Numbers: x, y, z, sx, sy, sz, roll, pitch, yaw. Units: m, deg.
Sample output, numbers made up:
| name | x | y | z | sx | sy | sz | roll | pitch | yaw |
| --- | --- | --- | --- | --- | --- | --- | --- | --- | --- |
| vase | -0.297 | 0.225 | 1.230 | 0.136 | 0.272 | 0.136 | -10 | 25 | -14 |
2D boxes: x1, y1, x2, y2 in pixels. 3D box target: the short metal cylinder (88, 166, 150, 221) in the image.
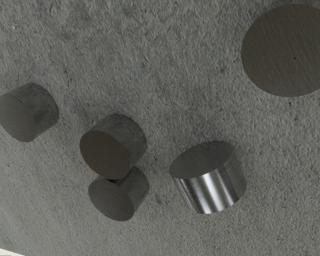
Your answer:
| name | x | y | z | sx | sy | sz | roll | pitch | yaw |
| --- | --- | --- | --- | --- | --- | --- | --- | --- | --- |
| short metal cylinder | -0.064 | 0.098 | 0.485 | 0.080 | 0.050 | 0.079 | 13 | 124 | 21 |

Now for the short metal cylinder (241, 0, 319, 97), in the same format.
| name | x | y | z | sx | sy | sz | roll | pitch | yaw |
| --- | --- | --- | --- | --- | --- | --- | --- | --- | --- |
| short metal cylinder | 0.120 | -0.075 | 0.281 | 0.080 | 0.050 | 0.079 | 13 | 124 | 21 |

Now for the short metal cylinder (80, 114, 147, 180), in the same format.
| name | x | y | z | sx | sy | sz | roll | pitch | yaw |
| --- | --- | --- | --- | --- | --- | --- | --- | --- | --- |
| short metal cylinder | -0.066 | 0.026 | 0.442 | 0.080 | 0.050 | 0.079 | 13 | 124 | 21 |

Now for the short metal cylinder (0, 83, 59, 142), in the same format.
| name | x | y | z | sx | sy | sz | roll | pitch | yaw |
| --- | --- | --- | --- | --- | --- | --- | --- | --- | --- |
| short metal cylinder | -0.207 | -0.024 | 0.485 | 0.080 | 0.050 | 0.079 | 13 | 124 | 21 |

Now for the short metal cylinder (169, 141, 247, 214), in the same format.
| name | x | y | z | sx | sy | sz | roll | pitch | yaw |
| --- | --- | --- | --- | --- | --- | --- | --- | --- | --- |
| short metal cylinder | 0.058 | 0.058 | 0.376 | 0.080 | 0.080 | 0.050 | -13 | 112 | 33 |
